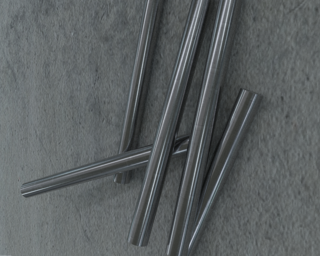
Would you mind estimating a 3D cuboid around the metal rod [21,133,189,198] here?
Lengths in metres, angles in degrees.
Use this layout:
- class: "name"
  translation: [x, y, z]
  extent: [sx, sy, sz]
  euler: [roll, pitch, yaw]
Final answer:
- class: "metal rod"
  translation: [-0.083, 0.057, 0.431]
  extent: [0.300, 0.025, 0.025]
  euler: [-18, 78, 25]

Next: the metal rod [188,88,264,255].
- class: "metal rod"
  translation: [0.048, 0.098, 0.363]
  extent: [0.025, 0.025, 0.298]
  euler: [31, 109, 35]

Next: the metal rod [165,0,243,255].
- class: "metal rod"
  translation: [0.049, -0.005, 0.343]
  extent: [0.025, 0.025, 0.298]
  euler: [13, 92, 39]

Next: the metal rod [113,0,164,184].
- class: "metal rod"
  translation: [-0.027, -0.068, 0.425]
  extent: [0.025, 0.025, 0.298]
  euler: [18, 101, 38]

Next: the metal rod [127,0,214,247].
- class: "metal rod"
  translation: [0.013, -0.013, 0.359]
  extent: [0.025, 0.025, 0.298]
  euler: [15, 89, 39]
